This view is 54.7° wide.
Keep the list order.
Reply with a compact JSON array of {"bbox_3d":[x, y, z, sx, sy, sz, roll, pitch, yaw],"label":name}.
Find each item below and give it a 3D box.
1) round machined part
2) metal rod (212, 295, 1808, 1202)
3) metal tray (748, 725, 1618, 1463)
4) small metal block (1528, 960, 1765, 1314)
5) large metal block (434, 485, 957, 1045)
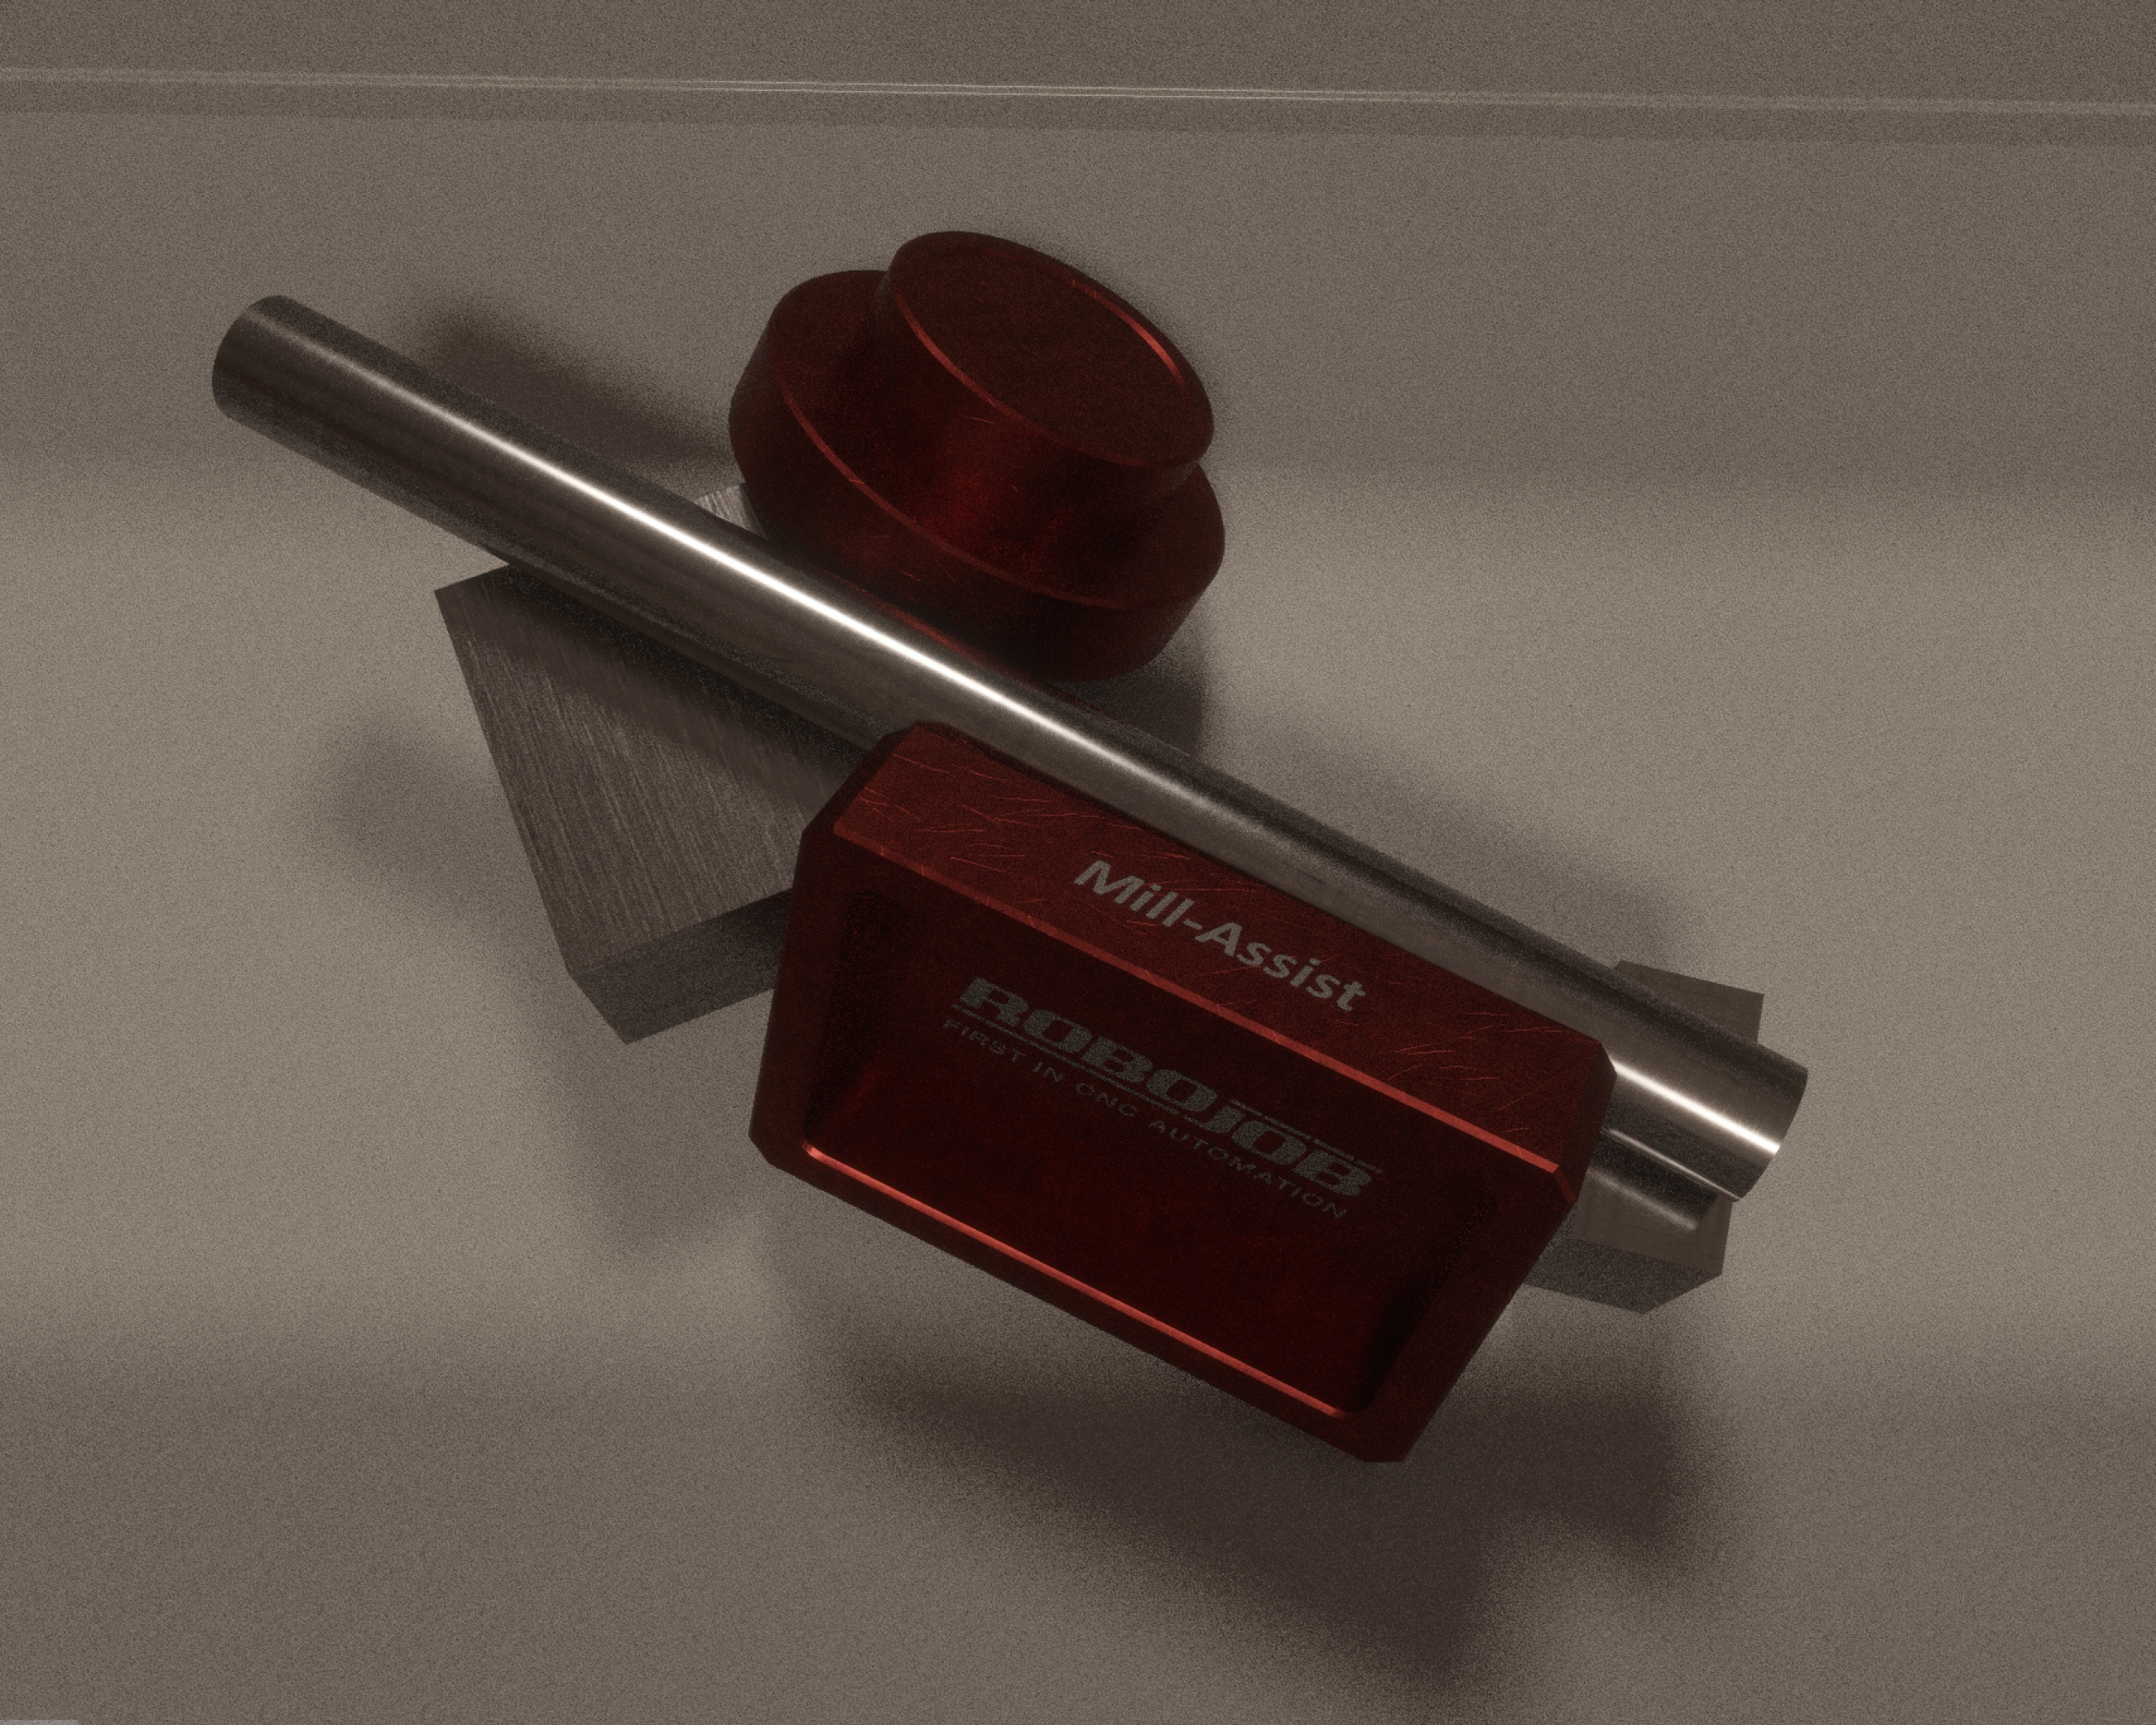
[{"bbox_3d":[-0.013,-0.084,0.402,0.099,0.042,0.098,22,39,-18],"label":"round machined part"},{"bbox_3d":[-0.019,-0.024,0.362,0.301,0.025,0.025,28,72,9],"label":"metal rod"},{"bbox_3d":[0.012,0.042,0.355,0.130,0.089,0.030,25,45,8],"label":"metal tray"},{"bbox_3d":[0.100,0.051,0.377,0.025,0.050,0.050,14,71,5],"label":"small metal block"},{"bbox_3d":[-0.066,-0.022,0.402,0.080,0.050,0.080,-21,72,-8],"label":"large metal block"}]
